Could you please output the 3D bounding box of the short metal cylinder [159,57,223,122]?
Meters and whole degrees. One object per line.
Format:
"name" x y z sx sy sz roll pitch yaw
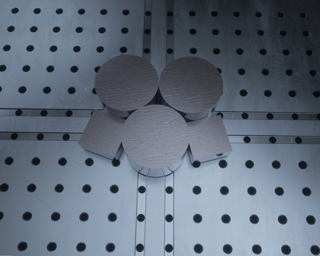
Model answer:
"short metal cylinder" 0.039 -0.047 0.412 0.081 0.050 0.080 0 70 0

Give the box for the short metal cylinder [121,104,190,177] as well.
"short metal cylinder" -0.005 0.017 0.388 0.081 0.050 0.080 0 70 0

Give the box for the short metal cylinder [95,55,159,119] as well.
"short metal cylinder" -0.042 -0.050 0.412 0.081 0.050 0.080 0 70 0

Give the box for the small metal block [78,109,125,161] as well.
"small metal block" -0.070 0.009 0.404 0.050 0.025 0.050 20 71 7

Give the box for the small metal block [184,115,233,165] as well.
"small metal block" 0.060 0.015 0.403 0.050 0.025 0.050 -13 71 -5
